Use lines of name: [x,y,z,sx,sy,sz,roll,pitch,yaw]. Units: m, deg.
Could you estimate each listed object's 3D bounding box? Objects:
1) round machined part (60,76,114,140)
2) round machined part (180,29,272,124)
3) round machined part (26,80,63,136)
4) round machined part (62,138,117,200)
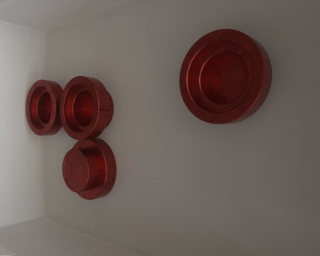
round machined part: [-0.110,-0.030,0.484,0.098,0.042,0.097,0,90,39]
round machined part: [0.073,-0.053,0.335,0.098,0.042,0.097,0,90,39]
round machined part: [-0.195,-0.035,0.553,0.098,0.042,0.097,0,90,39]
round machined part: [-0.117,0.065,0.490,0.098,0.042,0.097,0,90,39]
